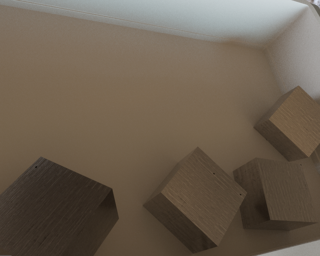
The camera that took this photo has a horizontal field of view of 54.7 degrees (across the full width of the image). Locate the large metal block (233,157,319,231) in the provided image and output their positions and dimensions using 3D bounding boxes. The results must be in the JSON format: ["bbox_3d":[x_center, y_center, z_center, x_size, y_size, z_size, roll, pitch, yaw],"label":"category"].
[{"bbox_3d":[0.153,0.091,0.416,0.081,0.050,0.080,10,57,-23],"label":"large metal block"}]

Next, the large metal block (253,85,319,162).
[{"bbox_3d":[0.212,-0.006,0.490,0.080,0.050,0.080,45,73,3],"label":"large metal block"}]

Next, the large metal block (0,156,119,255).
[{"bbox_3d":[-0.094,0.082,0.268,0.080,0.050,0.080,19,48,20],"label":"large metal block"}]

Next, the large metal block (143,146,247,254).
[{"bbox_3d":[0.042,0.083,0.361,0.080,0.050,0.080,43,51,2],"label":"large metal block"}]
